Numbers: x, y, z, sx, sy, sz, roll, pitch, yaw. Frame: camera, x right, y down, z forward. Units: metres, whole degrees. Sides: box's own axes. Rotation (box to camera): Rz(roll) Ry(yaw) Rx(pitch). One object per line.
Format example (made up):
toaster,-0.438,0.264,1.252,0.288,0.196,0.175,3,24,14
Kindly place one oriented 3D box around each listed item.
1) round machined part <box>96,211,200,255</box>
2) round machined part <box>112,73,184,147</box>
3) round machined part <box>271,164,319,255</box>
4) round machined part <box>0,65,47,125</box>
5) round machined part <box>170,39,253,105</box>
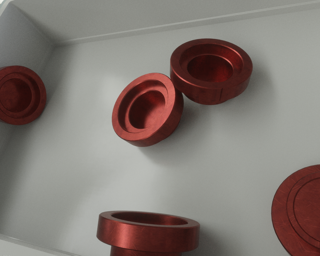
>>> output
round machined part,-0.012,0.109,0.301,0.098,0.098,0.042,1,80,28
round machined part,-0.012,-0.020,0.407,0.098,0.042,0.098,-16,57,27
round machined part,0.149,0.076,0.270,0.098,0.042,0.098,-13,56,20
round machined part,-0.246,-0.055,0.519,0.042,0.098,0.098,6,65,37
round machined part,0.061,-0.066,0.387,0.099,0.042,0.098,0,49,0
